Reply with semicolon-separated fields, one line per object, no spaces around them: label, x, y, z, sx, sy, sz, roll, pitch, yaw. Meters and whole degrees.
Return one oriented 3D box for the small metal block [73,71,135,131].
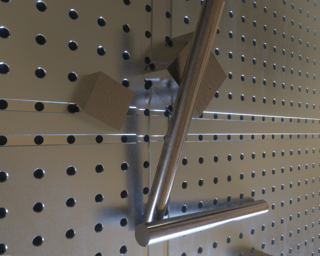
small metal block;-0.063;-0.029;0.356;0.050;0.025;0.050;31;71;-36

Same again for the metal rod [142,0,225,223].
metal rod;0.024;-0.005;0.378;0.025;0.025;0.298;9;100;-40

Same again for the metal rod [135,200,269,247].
metal rod;0.084;0.132;0.457;0.302;0.025;0.025;6;86;-46

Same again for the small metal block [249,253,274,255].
small metal block;0.196;0.248;0.558;0.050;0.050;0.025;11;83;-40

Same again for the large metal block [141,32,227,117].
large metal block;0.036;-0.072;0.422;0.080;0.050;0.080;51;60;-28
